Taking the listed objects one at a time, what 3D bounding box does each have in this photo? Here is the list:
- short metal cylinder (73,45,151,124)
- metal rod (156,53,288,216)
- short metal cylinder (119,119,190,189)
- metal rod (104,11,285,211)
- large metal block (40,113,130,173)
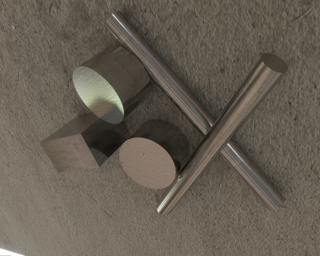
[{"bbox_3d":[-0.058,-0.052,0.374,0.080,0.050,0.080,29,145,23],"label":"short metal cylinder"},{"bbox_3d":[0.052,0.035,0.371,0.025,0.025,0.298,33,138,6],"label":"metal rod"},{"bbox_3d":[-0.007,0.035,0.416,0.080,0.050,0.079,13,124,21],"label":"short metal cylinder"},{"bbox_3d":[0.045,-0.016,0.372,0.300,0.025,0.025,48,129,-6],"label":"metal rod"},{"bbox_3d":[-0.102,0.016,0.435,0.080,0.080,0.050,-11,113,33],"label":"large metal block"}]
